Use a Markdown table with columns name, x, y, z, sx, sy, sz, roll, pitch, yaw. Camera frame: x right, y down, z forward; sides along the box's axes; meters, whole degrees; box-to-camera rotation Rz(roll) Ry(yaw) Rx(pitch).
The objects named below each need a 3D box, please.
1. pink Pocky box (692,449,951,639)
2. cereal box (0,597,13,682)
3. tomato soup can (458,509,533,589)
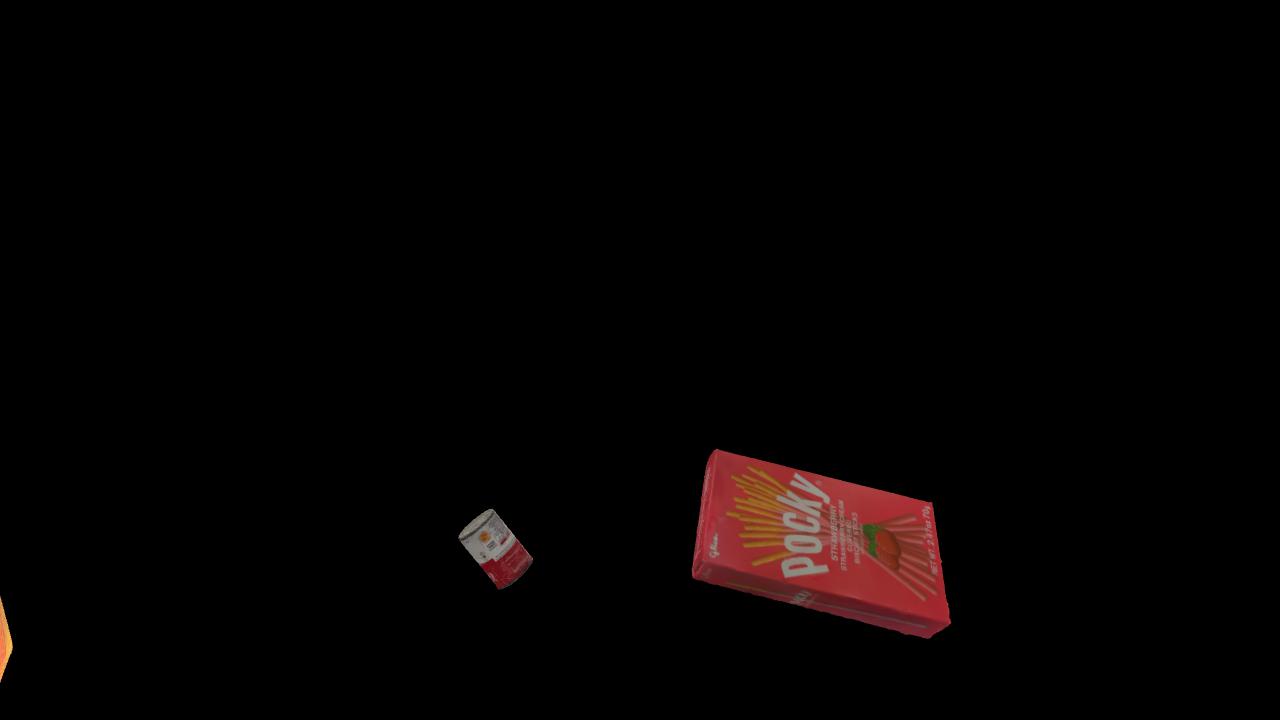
| name | x | y | z | sx | sy | sz | roll | pitch | yaw |
| --- | --- | --- | --- | --- | --- | --- | --- | --- | --- |
| pink Pocky box | 0.114 | 0.115 | 0.396 | 0.155 | 0.084 | 0.029 | 14 | -42 | 0 |
| cereal box | -0.495 | 0.201 | 0.388 | 0.081 | 0.203 | 0.306 | -9 | 17 | -36 |
| tomato soup can | -0.220 | 0.286 | 0.937 | 0.068 | 0.101 | 0.068 | -34 | 9 | 6 |
